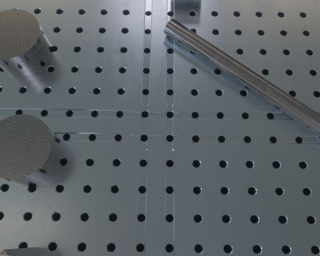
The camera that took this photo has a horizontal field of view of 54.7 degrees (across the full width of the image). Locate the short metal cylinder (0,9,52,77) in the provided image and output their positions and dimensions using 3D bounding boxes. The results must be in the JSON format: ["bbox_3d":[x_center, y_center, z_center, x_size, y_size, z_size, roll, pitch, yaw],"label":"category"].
[{"bbox_3d":[-0.202,-0.120,0.441,0.081,0.050,0.080,0,70,0],"label":"short metal cylinder"}]

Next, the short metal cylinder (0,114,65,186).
[{"bbox_3d":[-0.167,0.029,0.387,0.080,0.050,0.080,0,70,0],"label":"short metal cylinder"}]

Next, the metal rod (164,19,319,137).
[{"bbox_3d":[0.131,-0.065,0.436,0.300,0.025,0.025,37,74,12],"label":"metal rod"}]

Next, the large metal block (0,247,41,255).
[{"bbox_3d":[-0.143,0.173,0.318,0.050,0.080,0.080,-38,75,-13],"label":"large metal block"}]
